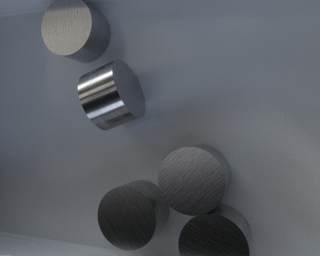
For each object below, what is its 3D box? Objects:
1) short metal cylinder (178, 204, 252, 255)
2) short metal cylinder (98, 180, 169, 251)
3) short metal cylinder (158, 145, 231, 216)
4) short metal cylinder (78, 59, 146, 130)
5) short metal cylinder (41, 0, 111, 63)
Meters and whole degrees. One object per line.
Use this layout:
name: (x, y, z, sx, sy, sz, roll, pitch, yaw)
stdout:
short metal cylinder: (0.068, 0.137, 0.373, 0.080, 0.050, 0.080, 0, 90, 20)
short metal cylinder: (-0.034, 0.112, 0.409, 0.080, 0.050, 0.080, 0, 90, 20)
short metal cylinder: (0.044, 0.061, 0.382, 0.080, 0.050, 0.080, 0, 90, 20)
short metal cylinder: (-0.060, -0.042, 0.403, 0.050, 0.080, 0.080, -20, 83, 19)
short metal cylinder: (-0.118, -0.137, 0.439, 0.080, 0.050, 0.080, 0, 90, 20)
